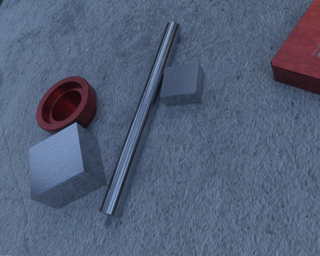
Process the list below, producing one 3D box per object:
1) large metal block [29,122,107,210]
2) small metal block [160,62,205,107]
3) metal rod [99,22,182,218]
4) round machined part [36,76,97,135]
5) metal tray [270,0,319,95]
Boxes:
[{"bbox_3d":[-0.127,0.052,0.423,0.080,0.050,0.080,-28,52,10],"label":"large metal block"},{"bbox_3d":[0.031,-0.059,0.424,0.050,0.025,0.050,-4,60,26],"label":"small metal block"},{"bbox_3d":[-0.020,-0.027,0.430,0.025,0.025,0.300,4,63,30],"label":"metal rod"},{"bbox_3d":[-0.140,-0.030,0.484,0.098,0.042,0.098,-13,56,21],"label":"round machined part"},{"bbox_3d":[0.202,-0.101,0.357,0.090,0.030,0.130,29,77,37],"label":"metal tray"}]
